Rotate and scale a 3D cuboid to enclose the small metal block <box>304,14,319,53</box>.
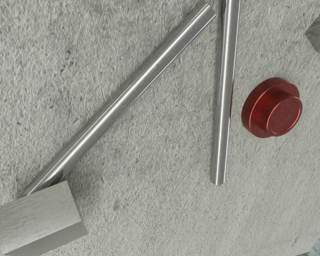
[{"bbox_3d":[0.250,-0.143,0.458,0.050,0.025,0.050,30,101,-38],"label":"small metal block"}]

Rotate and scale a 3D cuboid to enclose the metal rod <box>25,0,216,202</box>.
[{"bbox_3d":[-0.049,-0.028,0.363,0.300,0.025,0.025,-46,130,4],"label":"metal rod"}]

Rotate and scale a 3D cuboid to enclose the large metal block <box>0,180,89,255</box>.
[{"bbox_3d":[-0.136,0.112,0.365,0.081,0.050,0.080,-20,156,-17],"label":"large metal block"}]

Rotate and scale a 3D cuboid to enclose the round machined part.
[{"bbox_3d":[0.180,-0.025,0.481,0.099,0.042,0.097,-14,125,-21],"label":"round machined part"}]

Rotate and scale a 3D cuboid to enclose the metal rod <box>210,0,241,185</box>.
[{"bbox_3d":[0.088,-0.039,0.433,0.025,0.025,0.298,-17,125,-19],"label":"metal rod"}]
